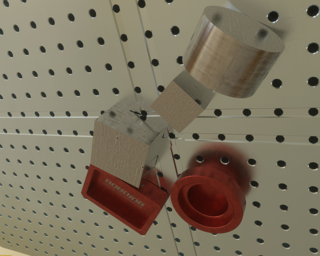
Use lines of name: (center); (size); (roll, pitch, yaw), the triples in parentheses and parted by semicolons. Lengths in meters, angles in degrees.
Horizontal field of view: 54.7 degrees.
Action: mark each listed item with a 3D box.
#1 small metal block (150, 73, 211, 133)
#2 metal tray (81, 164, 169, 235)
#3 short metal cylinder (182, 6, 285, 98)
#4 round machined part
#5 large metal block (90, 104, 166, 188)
small metal block: (0.025, -0.030, 0.380); (0.050, 0.025, 0.050); (43, 129, -2)
metal tray: (-0.060, 0.109, 0.507); (0.130, 0.030, 0.089); (31, 129, 7)
short metal cylinder: (0.068, -0.073, 0.295); (0.080, 0.080, 0.050); (31, 128, 8)
round machined part: (0.068, 0.092, 0.422); (0.098, 0.042, 0.097); (13, 124, 21)
large metal block: (-0.047, 0.025, 0.435); (0.080, 0.050, 0.079); (24, 127, 13)
